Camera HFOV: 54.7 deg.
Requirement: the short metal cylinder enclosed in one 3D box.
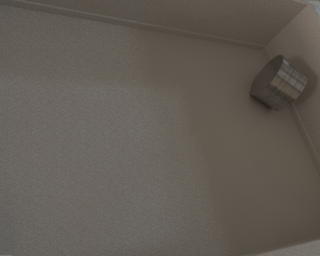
[{"bbox_3d":[0.199,-0.076,0.523,0.050,0.080,0.080,32,52,-8],"label":"short metal cylinder"}]
